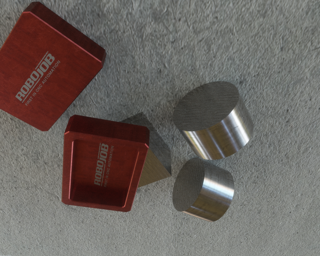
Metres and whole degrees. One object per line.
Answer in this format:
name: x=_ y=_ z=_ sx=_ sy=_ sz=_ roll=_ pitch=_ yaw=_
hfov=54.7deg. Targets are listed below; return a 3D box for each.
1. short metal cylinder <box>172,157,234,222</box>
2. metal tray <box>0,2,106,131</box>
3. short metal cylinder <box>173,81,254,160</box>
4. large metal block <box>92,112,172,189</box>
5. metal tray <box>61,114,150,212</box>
short metal cylinder: x=0.061 y=0.089 z=0.447 sx=0.050 sy=0.080 sz=0.080 roll=25 pitch=126 yaw=-20
metal tray: x=-0.135 y=-0.062 z=0.350 sx=0.090 sy=0.030 sz=0.130 roll=34 pitch=122 yaw=-26
short metal cylinder: x=0.062 y=-0.010 z=0.364 sx=0.080 sy=0.080 sz=0.050 roll=-23 pitch=127 yaw=18
large metal block: x=-0.039 y=0.036 z=0.421 sx=0.080 sy=0.050 sz=0.080 roll=-23 pitch=127 yaw=18
metal tray: x=-0.069 y=0.049 z=0.378 sx=0.091 sy=0.030 sz=0.129 roll=10 pitch=129 yaw=-8
